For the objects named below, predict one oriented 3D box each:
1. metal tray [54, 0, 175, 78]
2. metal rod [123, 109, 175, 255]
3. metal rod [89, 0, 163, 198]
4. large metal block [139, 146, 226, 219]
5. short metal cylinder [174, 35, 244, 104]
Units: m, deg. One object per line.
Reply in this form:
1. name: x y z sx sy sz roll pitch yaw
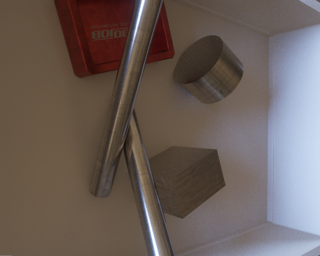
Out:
1. metal tray: -0.046 -0.116 0.365 0.131 0.030 0.089 -22 104 -38
2. metal rod: -0.006 0.098 0.308 0.025 0.025 0.299 7 55 -40
3. metal rod: -0.027 -0.062 0.304 0.025 0.025 0.298 0 116 -40
4. large metal block: 0.021 0.063 0.391 0.081 0.080 0.050 -26 107 -37
5. short metal cylinder: 0.067 -0.080 0.429 0.050 0.080 0.080 36 68 -35
